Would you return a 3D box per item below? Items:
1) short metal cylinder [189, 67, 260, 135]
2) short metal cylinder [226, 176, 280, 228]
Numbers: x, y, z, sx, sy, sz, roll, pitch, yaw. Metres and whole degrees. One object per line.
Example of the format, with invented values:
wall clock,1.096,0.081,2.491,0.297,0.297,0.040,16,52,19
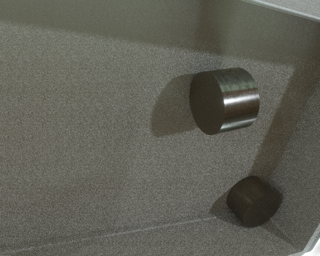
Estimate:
short metal cylinder,0.079,-0.035,0.395,0.050,0.080,0.079,-11,123,-22
short metal cylinder,0.170,0.135,0.569,0.081,0.050,0.079,-14,124,-21
